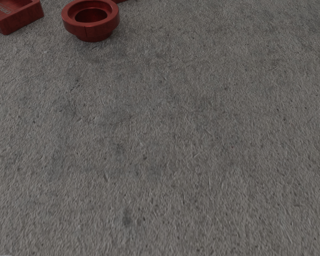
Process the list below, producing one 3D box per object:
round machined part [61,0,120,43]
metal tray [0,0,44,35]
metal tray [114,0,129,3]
[{"bbox_3d":[-0.120,-0.189,0.550,0.099,0.042,0.098,0,50,0],"label":"round machined part"},{"bbox_3d":[-0.300,-0.231,0.591,0.130,0.030,0.090,31,56,23],"label":"metal tray"},{"bbox_3d":[-0.109,-0.293,0.644,0.131,0.030,0.090,-26,55,-20],"label":"metal tray"}]
